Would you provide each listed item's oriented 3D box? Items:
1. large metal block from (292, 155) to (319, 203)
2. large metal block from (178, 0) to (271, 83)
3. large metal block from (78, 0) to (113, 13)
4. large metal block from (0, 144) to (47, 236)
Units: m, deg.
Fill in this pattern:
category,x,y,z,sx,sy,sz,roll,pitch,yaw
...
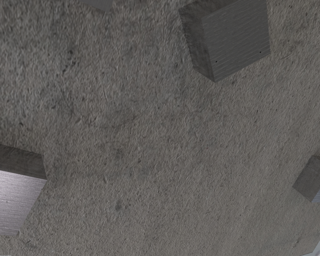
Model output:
category,x,y,z,sx,sy,sz,roll,pitch,yaw
large metal block,0.336,0.106,0.639,0.081,0.050,0.079,8,114,-32
large metal block,0.077,-0.112,0.363,0.080,0.050,0.080,-29,128,-10
large metal block,-0.080,-0.137,0.243,0.081,0.080,0.050,12,112,-33
large metal block,-0.180,0.064,0.332,0.080,0.050,0.080,22,106,-36
